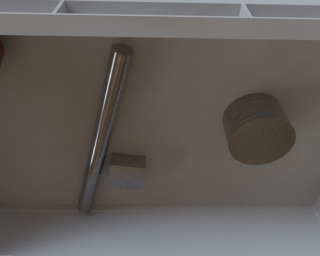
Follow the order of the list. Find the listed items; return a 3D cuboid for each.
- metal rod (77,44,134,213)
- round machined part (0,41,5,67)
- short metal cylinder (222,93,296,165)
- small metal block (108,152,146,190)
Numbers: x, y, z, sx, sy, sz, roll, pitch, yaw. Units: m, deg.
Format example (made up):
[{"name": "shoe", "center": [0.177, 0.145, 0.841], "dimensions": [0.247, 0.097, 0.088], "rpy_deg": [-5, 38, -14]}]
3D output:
[{"name": "metal rod", "center": [-0.083, 0.024, 0.428], "dimensions": [0.025, 0.025, 0.298], "rpy_deg": [13, 129, -11]}, {"name": "round machined part", "center": [-0.211, -0.074, 0.303], "dimensions": [0.099, 0.042, 0.098], "rpy_deg": [5, 163, 2]}, {"name": "short metal cylinder", "center": [0.124, 0.002, 0.397], "dimensions": [0.081, 0.050, 0.079], "rpy_deg": [0, 130, 0]}, {"name": "small metal block", "center": [-0.050, 0.065, 0.464], "dimensions": [0.050, 0.025, 0.050], "rpy_deg": [7, 130, -7]}]
